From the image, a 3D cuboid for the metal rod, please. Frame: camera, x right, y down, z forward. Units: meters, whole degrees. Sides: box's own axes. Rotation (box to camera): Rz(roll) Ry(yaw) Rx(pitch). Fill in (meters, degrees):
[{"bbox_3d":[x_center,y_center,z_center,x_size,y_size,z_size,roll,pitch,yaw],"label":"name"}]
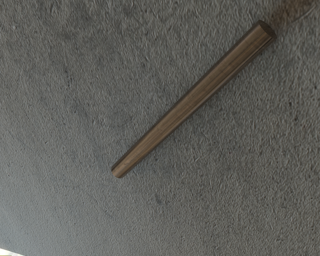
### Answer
[{"bbox_3d":[0.019,-0.013,0.388,0.025,0.025,0.299,44,129,-2],"label":"metal rod"}]
